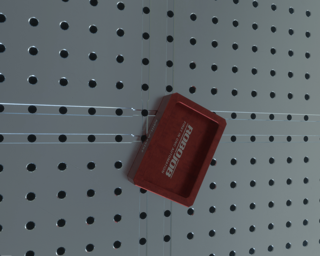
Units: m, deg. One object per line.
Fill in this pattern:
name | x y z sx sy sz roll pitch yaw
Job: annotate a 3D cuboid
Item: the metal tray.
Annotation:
metal tray | 0.025 0.029 0.418 0.090 0.030 0.130 27 81 -18
